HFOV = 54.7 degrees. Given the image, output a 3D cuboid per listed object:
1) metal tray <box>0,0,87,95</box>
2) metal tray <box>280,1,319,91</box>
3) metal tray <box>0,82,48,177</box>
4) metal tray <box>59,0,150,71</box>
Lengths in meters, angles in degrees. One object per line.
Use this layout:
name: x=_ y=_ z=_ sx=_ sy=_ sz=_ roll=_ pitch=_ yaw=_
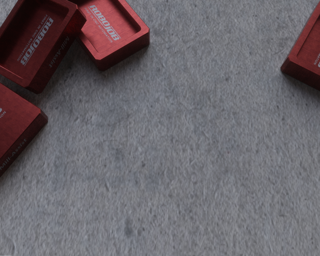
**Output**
metal tray: x=-0.174 y=-0.123 z=0.428 sx=0.090 sy=0.030 sz=0.130 roll=29 pitch=85 yaw=15
metal tray: x=0.247 y=-0.118 z=0.451 sx=0.090 sy=0.030 sz=0.130 roll=31 pitch=73 yaw=10
metal tray: x=-0.224 y=0.010 z=0.399 sx=0.090 sy=0.030 sz=0.130 roll=32 pitch=73 yaw=10
metal tray: x=-0.087 y=-0.158 z=0.462 sx=0.090 sy=0.030 sz=0.130 roll=-34 pitch=74 yaw=-12
